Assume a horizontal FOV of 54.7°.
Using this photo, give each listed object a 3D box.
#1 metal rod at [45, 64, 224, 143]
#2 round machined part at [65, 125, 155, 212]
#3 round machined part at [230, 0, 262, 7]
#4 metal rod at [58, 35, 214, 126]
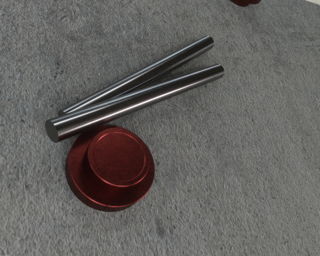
[{"bbox_3d":[-0.007,-0.045,0.412,0.302,0.025,0.025,-25,76,-41],"label":"metal rod"},{"bbox_3d":[-0.050,0.039,0.342,0.099,0.042,0.098,14,56,-21],"label":"round machined part"},{"bbox_3d":[0.179,-0.305,0.675,0.099,0.042,0.098,14,56,-21],"label":"round machined part"},{"bbox_3d":[-0.012,-0.079,0.444,0.025,0.025,0.302,49,51,6],"label":"metal rod"}]
